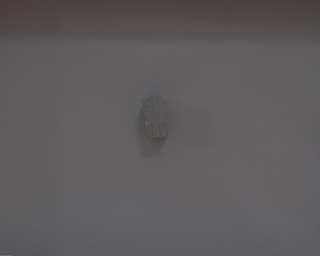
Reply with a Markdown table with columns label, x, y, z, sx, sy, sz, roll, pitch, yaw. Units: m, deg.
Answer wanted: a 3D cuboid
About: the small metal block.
| label | x | y | z | sx | sy | sz | roll | pitch | yaw |
| --- | --- | --- | --- | --- | --- | --- | --- | --- | --- |
| small metal block | -0.006 | -0.013 | 0.395 | 0.025 | 0.050 | 0.050 | -9 | 90 | 0 |
